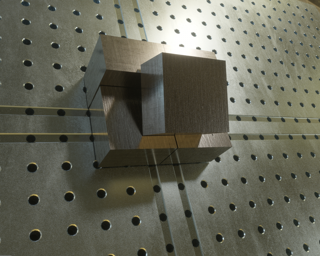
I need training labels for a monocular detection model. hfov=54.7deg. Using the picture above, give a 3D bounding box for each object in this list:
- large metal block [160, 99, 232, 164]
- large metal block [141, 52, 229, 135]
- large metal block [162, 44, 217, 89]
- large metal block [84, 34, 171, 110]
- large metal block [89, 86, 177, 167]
[{"bbox_3d":[0.038,0.000,0.411,0.081,0.050,0.080,1,62,-28],"label":"large metal block"},{"bbox_3d":[0.027,-0.033,0.343,0.081,0.050,0.080,0,86,-29],"label":"large metal block"},{"bbox_3d":[0.028,-0.064,0.427,0.081,0.080,0.050,1,62,-28],"label":"large metal block"},{"bbox_3d":[-0.044,-0.065,0.389,0.081,0.080,0.050,1,62,-28],"label":"large metal block"},{"bbox_3d":[-0.035,-0.001,0.373,0.081,0.050,0.080,1,62,-28],"label":"large metal block"}]
